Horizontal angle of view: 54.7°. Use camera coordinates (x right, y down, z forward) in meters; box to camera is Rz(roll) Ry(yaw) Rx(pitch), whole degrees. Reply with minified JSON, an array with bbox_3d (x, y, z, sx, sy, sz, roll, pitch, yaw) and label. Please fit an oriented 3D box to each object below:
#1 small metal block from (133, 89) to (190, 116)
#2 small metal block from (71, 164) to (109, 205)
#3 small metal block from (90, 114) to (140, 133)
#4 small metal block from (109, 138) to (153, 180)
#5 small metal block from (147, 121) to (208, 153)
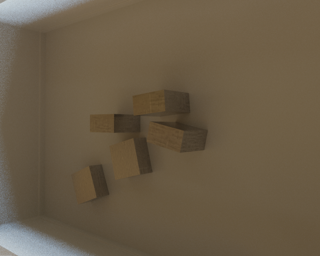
[{"bbox_3d":[0.002,-0.030,0.387,0.050,0.050,0.025,-6,86,39],"label":"small metal block"},{"bbox_3d":[-0.113,0.091,0.497,0.050,0.025,0.050,-27,73,36],"label":"small metal block"},{"bbox_3d":[-0.063,-0.006,0.441,0.050,0.050,0.025,1,91,39],"label":"small metal block"},{"bbox_3d":[-0.042,0.044,0.439,0.050,0.025,0.050,-19,78,38],"label":"small metal block"},{"bbox_3d":[0.021,0.010,0.372,0.050,0.050,0.025,16,100,38],"label":"small metal block"}]
